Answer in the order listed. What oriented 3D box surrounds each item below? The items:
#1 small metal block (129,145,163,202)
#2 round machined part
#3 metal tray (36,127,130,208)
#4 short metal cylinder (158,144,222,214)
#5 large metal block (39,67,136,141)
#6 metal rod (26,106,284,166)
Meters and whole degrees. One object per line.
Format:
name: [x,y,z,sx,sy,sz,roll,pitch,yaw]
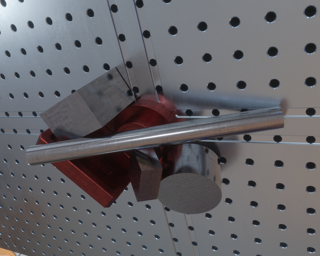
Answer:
small metal block: [-0.020,0.053,0.380,0.025,0.050,0.050,-4,125,-19]
round machined part: [-0.021,0.013,0.421,0.098,0.042,0.097,13,124,20]
metal tray: [-0.095,0.038,0.440,0.130,0.090,0.030,40,129,1]
short metal cylinder: [0.038,0.066,0.399,0.080,0.050,0.079,4,130,5]
large metal block: [-0.092,-0.028,0.403,0.080,0.080,0.050,-23,106,36]
metal rod: [-0.015,0.012,0.363,0.301,0.025,0.025,-9,115,10]
